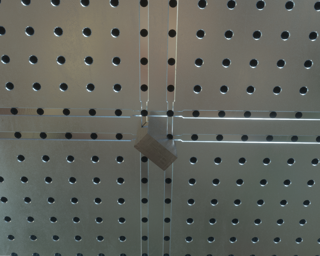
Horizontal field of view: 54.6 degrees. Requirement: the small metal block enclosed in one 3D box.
[{"bbox_3d":[-0.005,0.022,0.408,0.050,0.050,0.025,40,105,-13],"label":"small metal block"}]
